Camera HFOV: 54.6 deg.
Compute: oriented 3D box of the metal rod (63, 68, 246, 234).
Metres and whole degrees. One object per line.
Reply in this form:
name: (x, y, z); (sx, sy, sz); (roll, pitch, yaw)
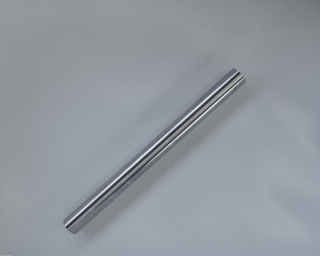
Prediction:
metal rod: (-0.007, 0.030, 0.411); (0.300, 0.025, 0.025); (-42, 90, 0)
